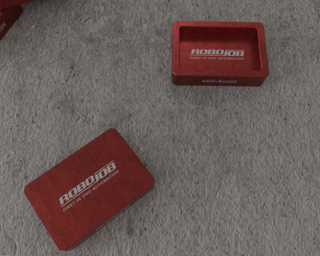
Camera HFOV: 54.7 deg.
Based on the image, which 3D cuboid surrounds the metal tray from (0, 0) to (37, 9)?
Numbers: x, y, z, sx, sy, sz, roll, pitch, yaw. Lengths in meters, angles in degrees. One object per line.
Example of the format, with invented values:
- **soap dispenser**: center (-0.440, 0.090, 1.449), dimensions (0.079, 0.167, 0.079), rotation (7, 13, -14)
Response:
- **metal tray**: center (-0.199, -0.233, 0.467), dimensions (0.131, 0.030, 0.090), rotation (-29, 65, -25)

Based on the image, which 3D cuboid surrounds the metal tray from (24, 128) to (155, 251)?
- **metal tray**: center (-0.083, 0.072, 0.378), dimensions (0.131, 0.030, 0.090), rotation (-36, 74, -12)

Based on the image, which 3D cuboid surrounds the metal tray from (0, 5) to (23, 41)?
- **metal tray**: center (-0.282, -0.155, 0.460), dimensions (0.090, 0.030, 0.130), rotation (25, 72, 8)

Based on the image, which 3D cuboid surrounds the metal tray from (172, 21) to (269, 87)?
- **metal tray**: center (0.083, -0.107, 0.444), dimensions (0.131, 0.030, 0.090), rotation (1, 70, 0)
